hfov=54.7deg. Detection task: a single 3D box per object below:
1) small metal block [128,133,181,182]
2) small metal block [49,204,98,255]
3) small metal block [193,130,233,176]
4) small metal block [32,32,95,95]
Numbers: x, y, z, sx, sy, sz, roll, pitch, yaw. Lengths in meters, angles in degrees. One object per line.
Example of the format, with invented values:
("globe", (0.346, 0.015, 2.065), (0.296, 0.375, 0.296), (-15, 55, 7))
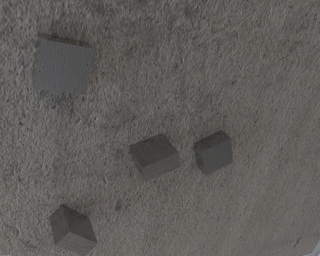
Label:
("small metal block", (-0.008, 0.037, 0.410), (0.050, 0.050, 0.025), (-21, 127, -16))
("small metal block", (-0.115, 0.136, 0.412), (0.025, 0.050, 0.050), (-44, 129, 2))
("small metal block", (0.082, 0.038, 0.475), (0.050, 0.025, 0.050), (-24, 127, -14))
("small metal block", (-0.099, -0.064, 0.313), (0.050, 0.025, 0.050), (4, 117, -30))
